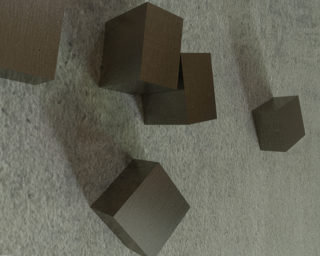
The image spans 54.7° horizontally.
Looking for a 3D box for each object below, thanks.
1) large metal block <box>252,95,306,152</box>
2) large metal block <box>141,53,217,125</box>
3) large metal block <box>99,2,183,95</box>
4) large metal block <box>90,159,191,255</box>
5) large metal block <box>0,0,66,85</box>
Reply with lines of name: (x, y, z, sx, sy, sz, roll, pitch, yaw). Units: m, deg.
large metal block: (0.223, -0.009, 0.579, 0.081, 0.050, 0.080, -27, 108, -37)
large metal block: (0.020, -0.047, 0.388, 0.050, 0.080, 0.079, -12, 98, -40)
large metal block: (-0.023, -0.084, 0.351, 0.050, 0.080, 0.080, 9, 85, -40)
large metal block: (-0.021, 0.095, 0.373, 0.080, 0.050, 0.080, -48, 119, -29)
large metal block: (-0.137, -0.088, 0.274, 0.081, 0.050, 0.080, 10, 84, -40)
